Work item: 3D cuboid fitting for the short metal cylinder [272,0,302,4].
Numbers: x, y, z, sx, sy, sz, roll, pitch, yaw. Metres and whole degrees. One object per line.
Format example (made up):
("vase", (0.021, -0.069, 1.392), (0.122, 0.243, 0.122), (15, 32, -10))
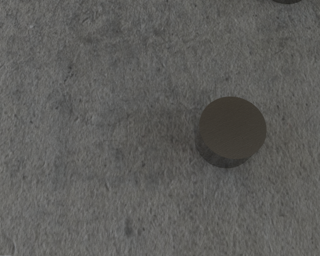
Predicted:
("short metal cylinder", (0.205, -0.245, 0.487), (0.081, 0.050, 0.080), (0, 70, 0))

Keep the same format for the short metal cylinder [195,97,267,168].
("short metal cylinder", (0.087, 0.007, 0.394), (0.081, 0.050, 0.080), (0, 70, 0))
